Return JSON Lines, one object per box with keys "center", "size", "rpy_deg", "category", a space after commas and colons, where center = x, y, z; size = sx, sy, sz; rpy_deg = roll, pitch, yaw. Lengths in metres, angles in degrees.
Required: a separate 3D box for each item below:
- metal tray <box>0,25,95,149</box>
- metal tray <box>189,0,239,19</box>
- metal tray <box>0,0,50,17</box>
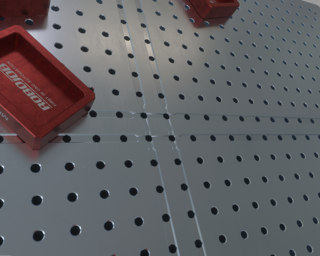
{"center": [-0.152, -0.050, 0.353], "size": [0.130, 0.030, 0.090], "rpy_deg": [43, 51, 1], "category": "metal tray"}
{"center": [0.091, -0.281, 0.624], "size": [0.091, 0.030, 0.130], "rpy_deg": [-19, 72, -35], "category": "metal tray"}
{"center": [-0.215, -0.208, 0.416], "size": [0.091, 0.030, 0.130], "rpy_deg": [-18, 71, -35], "category": "metal tray"}
